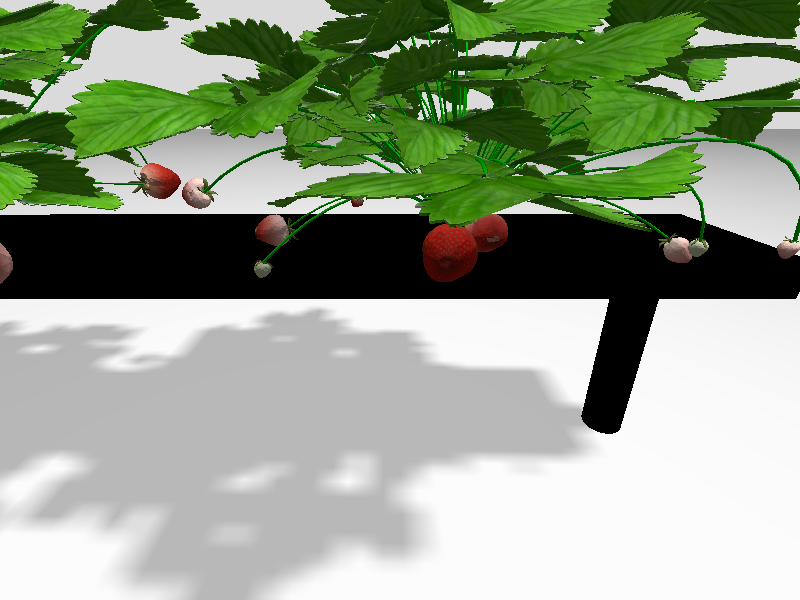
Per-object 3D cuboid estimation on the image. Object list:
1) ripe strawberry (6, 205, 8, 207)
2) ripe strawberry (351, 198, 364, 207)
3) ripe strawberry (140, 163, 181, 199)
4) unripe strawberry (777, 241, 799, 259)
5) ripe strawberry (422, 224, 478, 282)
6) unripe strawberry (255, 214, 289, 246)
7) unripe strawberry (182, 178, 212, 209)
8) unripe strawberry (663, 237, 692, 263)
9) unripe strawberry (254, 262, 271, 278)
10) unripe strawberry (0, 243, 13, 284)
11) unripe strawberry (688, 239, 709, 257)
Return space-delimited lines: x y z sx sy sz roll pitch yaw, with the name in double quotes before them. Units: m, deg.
"ripe strawberry" -0.446 -0.112 0.440 0.024 0.025 0.026 -11 26 -23
"ripe strawberry" -0.048 -0.109 0.445 0.015 0.013 0.015 -22 -11 -39
"ripe strawberry" -0.295 -0.148 0.497 0.041 0.043 0.044 15 28 29
"unripe strawberry" 0.259 -0.033 0.268 0.010 0.012 0.012 11 27 22
"ripe strawberry" 0.030 -0.027 0.243 0.034 0.036 0.037 4 26 9
"unripe strawberry" -0.099 -0.053 0.309 0.025 0.024 0.027 -10 26 -15
"unripe strawberry" -0.221 -0.115 0.435 0.030 0.032 0.028 -3 22 22
"unripe strawberry" 0.193 -0.034 0.277 0.017 0.019 0.019 -45 -6 38
"unripe strawberry" -0.087 -0.019 0.253 0.010 0.010 0.009 14 9 -45
"unripe strawberry" -0.245 -0.023 0.231 0.033 0.034 0.030 20 31 35
"unripe strawberry" 0.199 -0.034 0.268 0.011 0.011 0.011 14 28 28
